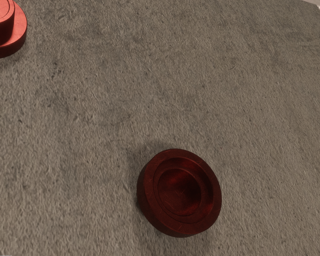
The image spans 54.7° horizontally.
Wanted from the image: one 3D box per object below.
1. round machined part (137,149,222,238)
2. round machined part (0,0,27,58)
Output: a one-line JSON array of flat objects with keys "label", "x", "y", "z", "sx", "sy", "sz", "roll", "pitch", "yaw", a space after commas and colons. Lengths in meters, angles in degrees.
[{"label": "round machined part", "x": 0.019, "y": 0.077, "z": 0.358, "sx": 0.099, "sy": 0.042, "sz": 0.098, "roll": 14, "pitch": 56, "yaw": -21}, {"label": "round machined part", "x": -0.208, "y": -0.132, "z": 0.361, "sx": 0.099, "sy": 0.042, "sz": 0.098, "roll": 14, "pitch": 56, "yaw": -21}]
